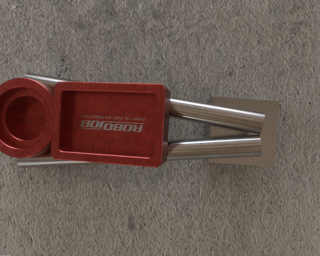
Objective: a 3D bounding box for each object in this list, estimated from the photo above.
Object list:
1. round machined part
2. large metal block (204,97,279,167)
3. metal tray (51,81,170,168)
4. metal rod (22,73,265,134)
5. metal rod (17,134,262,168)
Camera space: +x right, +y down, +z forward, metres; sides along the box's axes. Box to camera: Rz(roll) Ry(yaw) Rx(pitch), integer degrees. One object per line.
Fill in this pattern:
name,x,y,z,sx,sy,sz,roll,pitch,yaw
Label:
round machined part,-0.166,-0.012,0.395,0.098,0.042,0.097,0,90,10
large metal block,0.101,0.004,0.398,0.081,0.050,0.079,4,90,-1
metal tray,-0.057,-0.006,0.356,0.131,0.030,0.089,3,90,12
metal rod,-0.030,-0.033,0.378,0.301,0.025,0.025,11,90,12
metal rod,-0.034,0.030,0.379,0.301,0.025,0.025,-4,90,12
